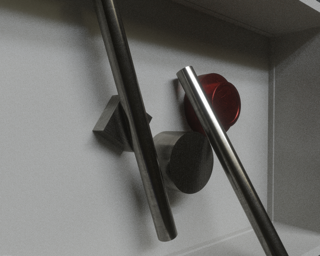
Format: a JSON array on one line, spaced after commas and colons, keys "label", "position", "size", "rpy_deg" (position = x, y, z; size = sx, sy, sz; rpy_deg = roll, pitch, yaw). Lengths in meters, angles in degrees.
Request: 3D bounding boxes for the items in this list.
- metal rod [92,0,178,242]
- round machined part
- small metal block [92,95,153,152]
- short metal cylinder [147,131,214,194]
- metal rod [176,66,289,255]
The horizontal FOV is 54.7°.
[{"label": "metal rod", "position": [-0.026, -0.008, 0.353], "size": [0.025, 0.025, 0.298], "rpy_deg": [-24, 105, -38]}, {"label": "round machined part", "position": [0.086, -0.035, 0.470], "size": [0.099, 0.042, 0.097], "rpy_deg": [0, 90, -40]}, {"label": "small metal block", "position": [-0.044, -0.005, 0.372], "size": [0.050, 0.025, 0.050], "rpy_deg": [39, 66, -33]}, {"label": "short metal cylinder", "position": [0.026, 0.044, 0.415], "size": [0.081, 0.050, 0.079], "rpy_deg": [0, 90, -40]}, {"label": "metal rod", "position": [0.097, 0.053, 0.408], "size": [0.025, 0.025, 0.299], "rpy_deg": [-18, 78, -39]}]
